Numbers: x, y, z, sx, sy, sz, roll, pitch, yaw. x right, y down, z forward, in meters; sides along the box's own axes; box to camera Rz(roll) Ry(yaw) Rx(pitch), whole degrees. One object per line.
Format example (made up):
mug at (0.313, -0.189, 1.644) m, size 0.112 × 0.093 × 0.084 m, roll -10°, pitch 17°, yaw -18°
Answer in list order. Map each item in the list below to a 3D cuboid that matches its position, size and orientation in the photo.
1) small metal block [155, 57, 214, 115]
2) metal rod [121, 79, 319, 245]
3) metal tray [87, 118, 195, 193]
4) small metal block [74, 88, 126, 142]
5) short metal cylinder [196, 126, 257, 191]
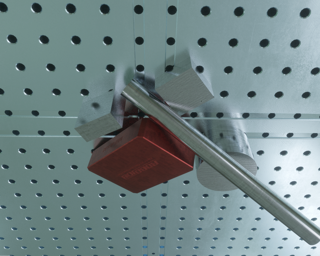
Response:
small metal block at (0.029, -0.048, 0.371) m, size 0.050 × 0.025 × 0.050 m, roll -29°, pitch 125°, yaw 22°
metal rod at (0.078, 0.044, 0.380) m, size 0.300 × 0.025 × 0.025 m, roll 38°, pitch 122°, yaw -4°
metal tray at (-0.028, 0.044, 0.424) m, size 0.090 × 0.030 × 0.130 m, roll 33°, pitch 138°, yaw -26°
small metal block at (-0.072, -0.016, 0.381) m, size 0.050 × 0.050 × 0.025 m, roll -22°, pitch 127°, yaw 17°
short metal cylinder at (0.089, 0.044, 0.434) m, size 0.081 × 0.050 × 0.079 m, roll 0°, pitch 130°, yaw 0°
